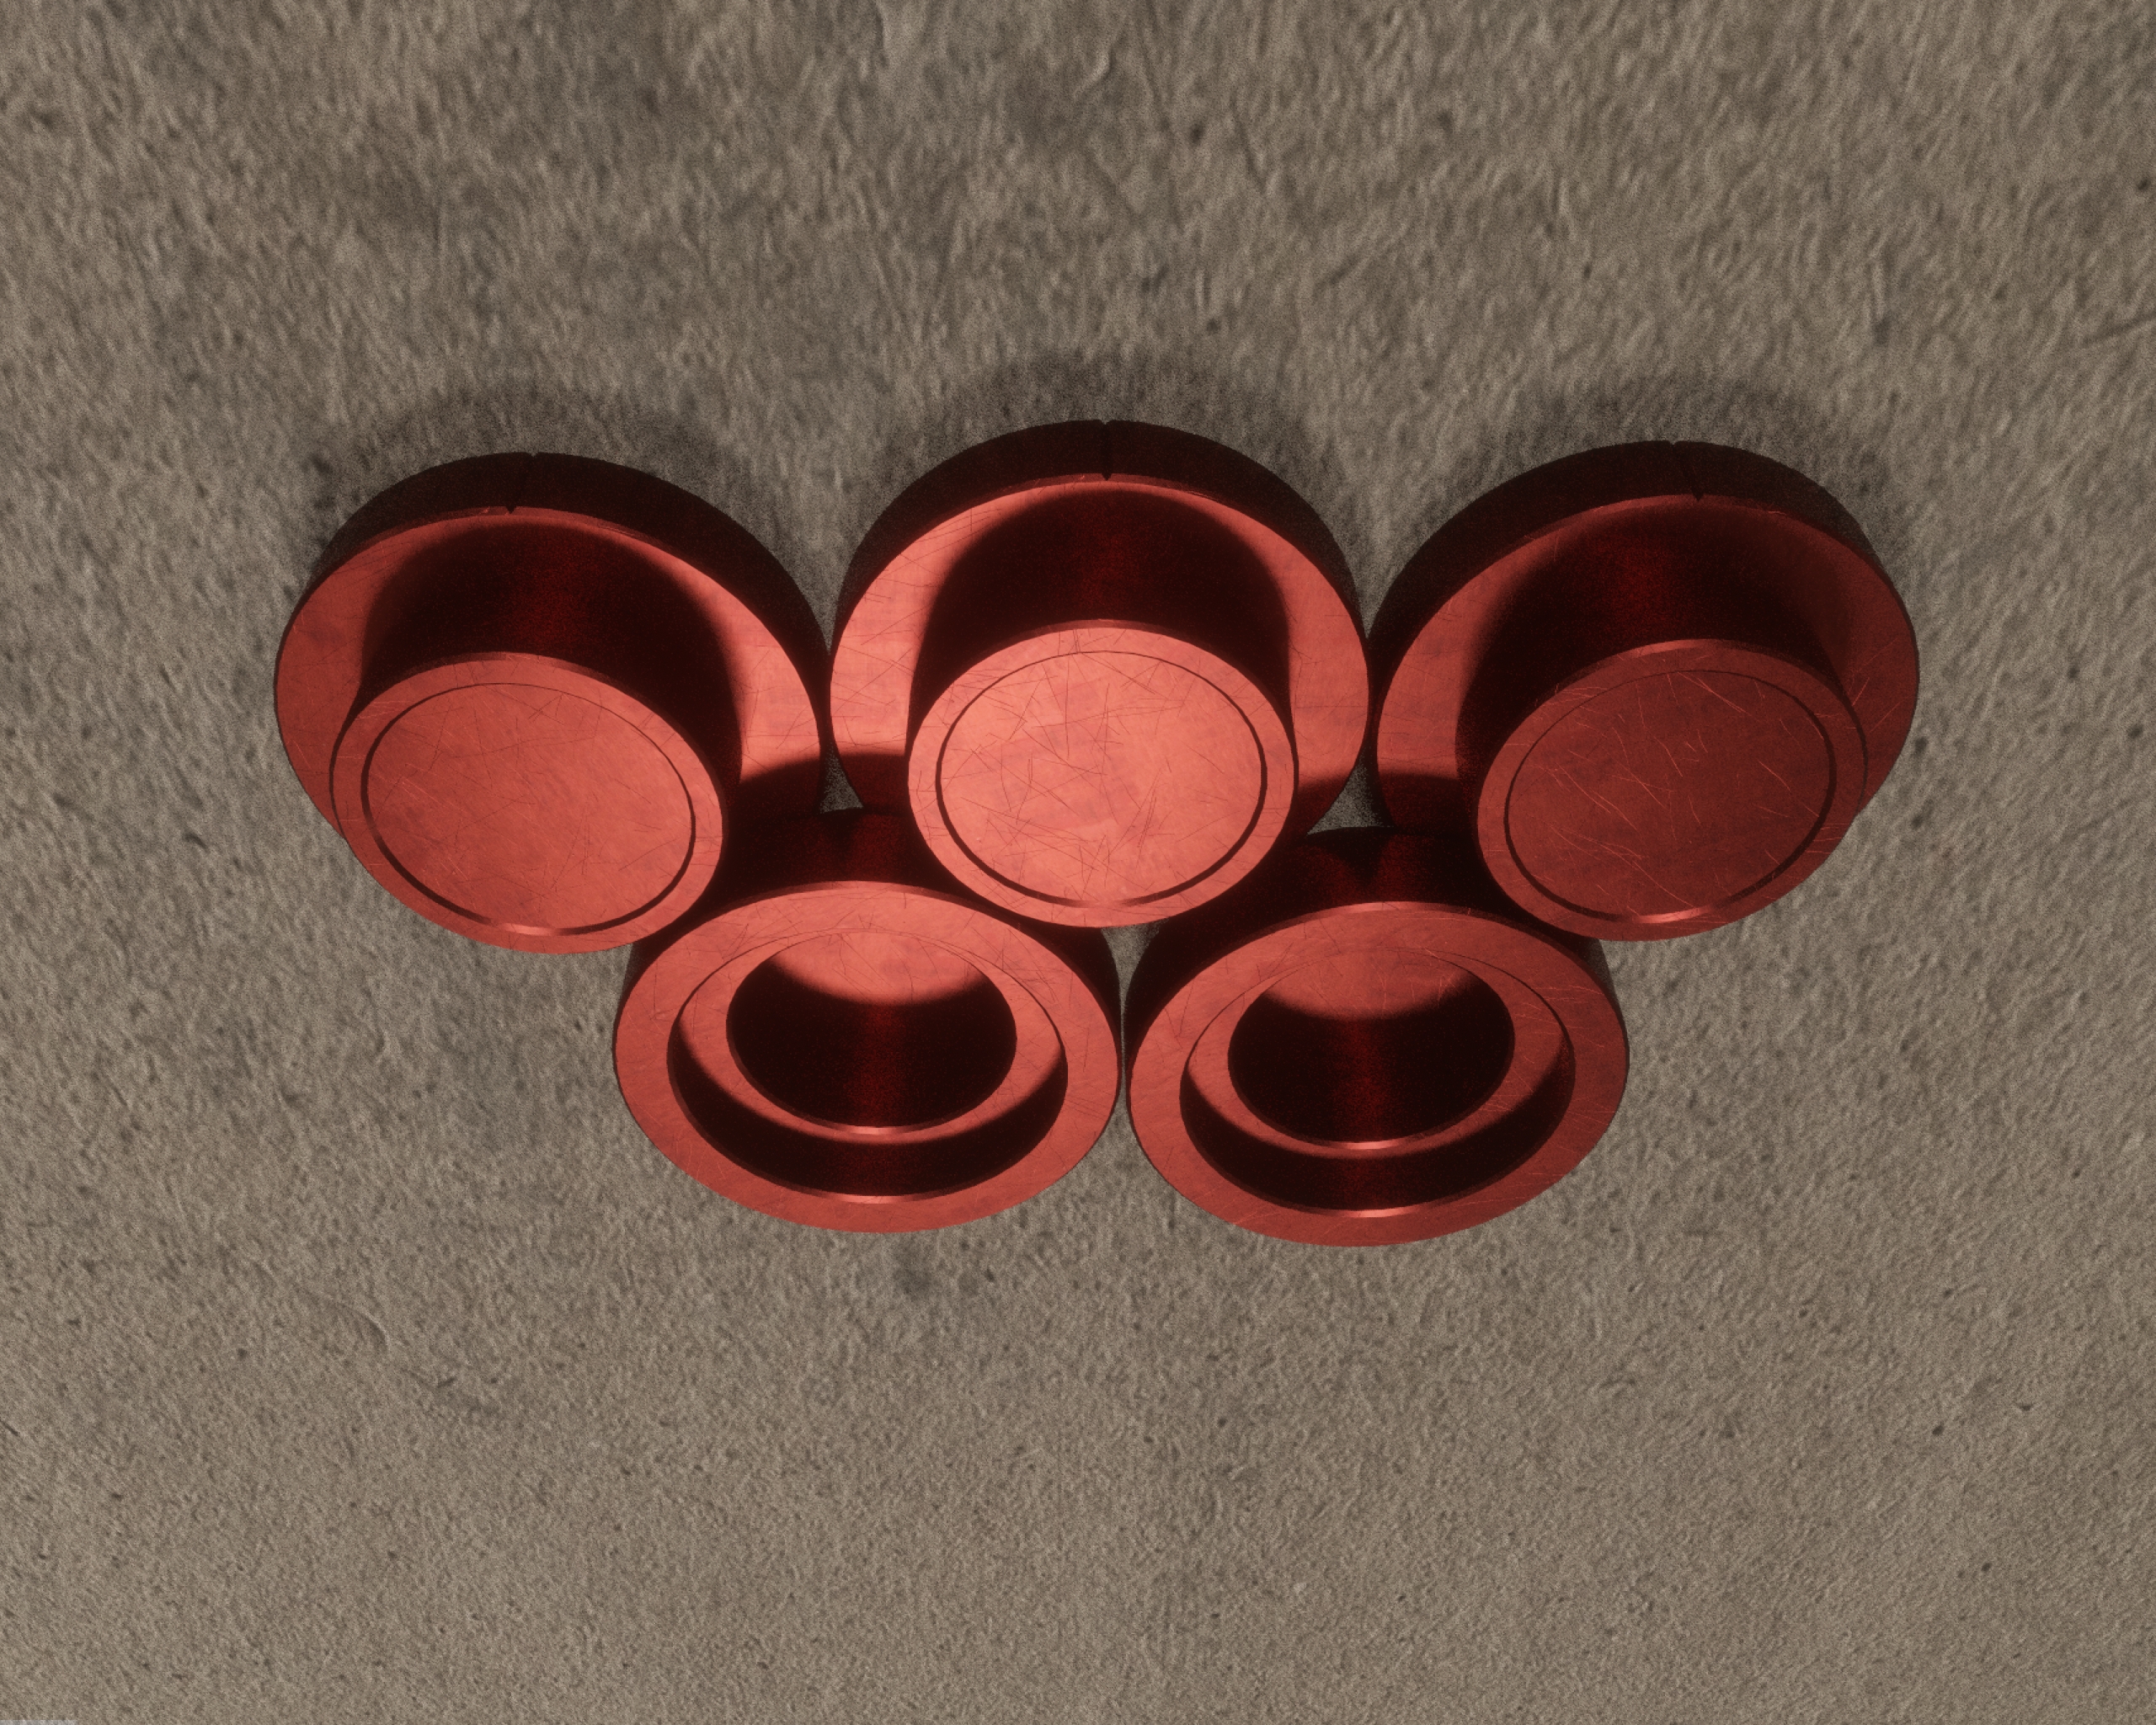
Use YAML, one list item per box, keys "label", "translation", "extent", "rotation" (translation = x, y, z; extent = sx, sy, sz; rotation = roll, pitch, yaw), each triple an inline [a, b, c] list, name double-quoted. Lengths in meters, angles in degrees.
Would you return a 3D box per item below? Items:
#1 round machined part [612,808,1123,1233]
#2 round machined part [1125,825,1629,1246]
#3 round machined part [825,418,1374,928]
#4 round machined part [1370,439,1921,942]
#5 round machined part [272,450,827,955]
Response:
- label: "round machined part"
  translation: [-0.041, 0.027, 0.420]
  extent: [0.099, 0.042, 0.097]
  rotation: [-1, 130, 0]
- label: "round machined part"
  translation: [0.058, 0.031, 0.425]
  extent: [0.099, 0.042, 0.097]
  rotation: [-1, 130, 0]
- label: "round machined part"
  translation: [0.004, -0.027, 0.375]
  extent: [0.099, 0.042, 0.097]
  rotation: [-1, 130, 0]
- label: "round machined part"
  translation: [0.103, -0.024, 0.379]
  extent: [0.099, 0.042, 0.097]
  rotation: [-1, 130, 0]
- label: "round machined part"
  translation: [-0.095, -0.022, 0.378]
  extent: [0.099, 0.042, 0.097]
  rotation: [-1, 130, 0]
